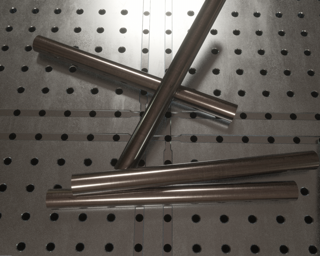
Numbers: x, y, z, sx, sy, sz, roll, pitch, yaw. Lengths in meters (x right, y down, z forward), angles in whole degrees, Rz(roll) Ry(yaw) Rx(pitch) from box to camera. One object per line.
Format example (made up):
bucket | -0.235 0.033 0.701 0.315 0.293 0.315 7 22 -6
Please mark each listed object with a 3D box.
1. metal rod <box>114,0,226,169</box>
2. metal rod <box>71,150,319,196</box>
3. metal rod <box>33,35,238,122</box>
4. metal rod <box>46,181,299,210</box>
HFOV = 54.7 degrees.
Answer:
metal rod | 0.023 -0.075 0.407 0.025 0.025 0.299 27 84 9
metal rod | 0.048 0.054 0.380 0.302 0.025 0.025 -5 70 -7
metal rod | -0.039 -0.072 0.437 0.301 0.025 0.025 20 71 7
metal rod | 0.016 0.082 0.381 0.302 0.025 0.025 -2 70 -1
